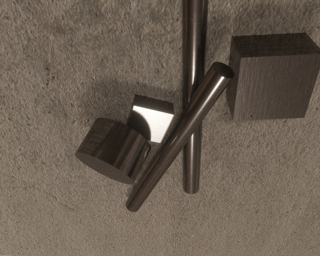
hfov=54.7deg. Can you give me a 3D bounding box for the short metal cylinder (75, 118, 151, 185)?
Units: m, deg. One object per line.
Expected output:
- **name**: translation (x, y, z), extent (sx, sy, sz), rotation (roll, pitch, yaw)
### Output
- **short metal cylinder**: translation (-0.058, 0.030, 0.392), extent (0.080, 0.050, 0.080), rotation (22, 157, 10)

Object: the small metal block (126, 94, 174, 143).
- **small metal block**: translation (-0.014, -0.011, 0.398), extent (0.050, 0.025, 0.050), rotation (12, 129, -11)

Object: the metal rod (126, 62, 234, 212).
- **metal rod**: translation (0.009, 0.035, 0.414), extent (0.025, 0.025, 0.298), rotation (17, 135, -14)

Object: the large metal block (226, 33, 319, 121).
- **large metal block**: translation (0.121, -0.056, 0.345), extent (0.081, 0.050, 0.079), rotation (-3, 130, 1)

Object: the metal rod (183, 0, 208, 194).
- **metal rod**: translation (0.042, -0.019, 0.391), extent (0.025, 0.025, 0.298), rotation (-3, 130, 1)
